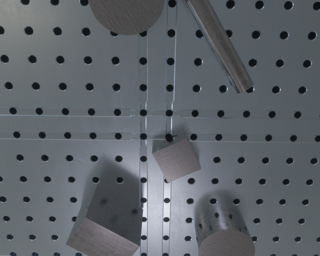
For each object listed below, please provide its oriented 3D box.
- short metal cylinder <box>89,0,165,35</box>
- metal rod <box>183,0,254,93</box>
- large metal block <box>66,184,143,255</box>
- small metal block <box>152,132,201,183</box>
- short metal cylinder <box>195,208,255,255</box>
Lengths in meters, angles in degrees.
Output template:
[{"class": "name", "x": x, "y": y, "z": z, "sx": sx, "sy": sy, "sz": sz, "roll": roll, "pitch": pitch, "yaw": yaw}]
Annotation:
[{"class": "short metal cylinder", "x": -0.035, "y": -0.147, "z": 0.346, "sx": 0.081, "sy": 0.050, "sz": 0.079, "roll": 0, "pitch": 110, "yaw": 0}, {"class": "metal rod", "x": 0.027, "y": -0.169, "z": 0.351, "sx": 0.025, "sy": 0.025, "sz": 0.299, "roll": -31, "pitch": 108, "yaw": 10}, {"class": "large metal block", "x": -0.073, "y": 0.136, "z": 0.434, "sx": 0.080, "sy": 0.080, "sz": 0.050, "roll": 32, "pitch": 107, "yaw": -11}, {"class": "small metal block", "x": 0.023, "y": 0.041, "z": 0.429, "sx": 0.050, "sy": 0.025, "sz": 0.050, "roll": -24, "pitch": 109, "yaw": 8}, {"class": "short metal cylinder", "x": 0.095, "y": 0.168, "z": 0.463, "sx": 0.081, "sy": 0.050, "sz": 0.079, "roll": 0, "pitch": 110, "yaw": 0}]
